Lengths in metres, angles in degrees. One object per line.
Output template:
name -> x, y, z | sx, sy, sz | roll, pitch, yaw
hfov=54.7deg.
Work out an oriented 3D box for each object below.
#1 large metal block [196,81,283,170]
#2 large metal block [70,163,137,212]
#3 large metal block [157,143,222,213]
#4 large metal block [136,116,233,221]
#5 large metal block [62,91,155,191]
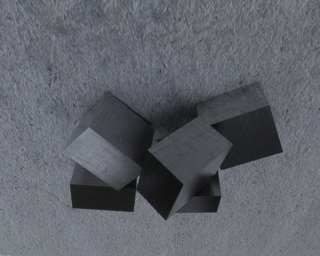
large metal block -> 0.100, -0.001, 0.391 | 0.080, 0.050, 0.080 | -20, 128, 15
large metal block -> -0.072, 0.064, 0.425 | 0.081, 0.080, 0.050 | 5, 130, -5
large metal block -> 0.036, 0.068, 0.424 | 0.080, 0.080, 0.050 | -1, 141, 1
large metal block -> 0.025, 0.045, 0.348 | 0.050, 0.081, 0.079 | 43, 143, 22
large metal block -> -0.057, 0.014, 0.376 | 0.080, 0.080, 0.050 | 41, 120, -20
